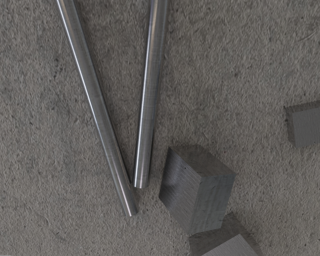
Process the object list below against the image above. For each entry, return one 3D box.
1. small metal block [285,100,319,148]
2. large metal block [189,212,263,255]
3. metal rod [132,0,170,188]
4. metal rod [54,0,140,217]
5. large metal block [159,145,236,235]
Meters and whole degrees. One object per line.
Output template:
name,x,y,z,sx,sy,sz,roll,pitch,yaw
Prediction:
small metal block,0.198,-0.006,0.410,0.050,0.025,0.050,-13,110,4
large metal block,0.102,0.188,0.467,0.080,0.050,0.080,-35,107,12
metal rod,-0.011,-0.060,0.387,0.025,0.025,0.298,6,110,-2
metal rod,-0.075,-0.014,0.403,0.025,0.025,0.298,-12,110,4
large metal block,0.044,0.076,0.402,0.050,0.080,0.079,-1,113,-28
